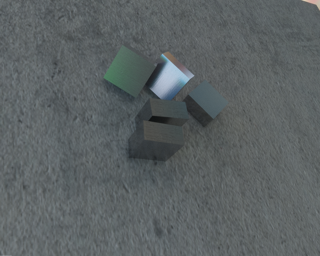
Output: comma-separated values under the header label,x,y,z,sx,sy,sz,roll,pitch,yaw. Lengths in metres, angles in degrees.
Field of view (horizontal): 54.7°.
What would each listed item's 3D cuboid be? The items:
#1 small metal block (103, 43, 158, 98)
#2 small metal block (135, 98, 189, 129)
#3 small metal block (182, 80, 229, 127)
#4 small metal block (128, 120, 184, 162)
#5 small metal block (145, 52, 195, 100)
label,x,y,z,sx,sy,sz,roll,pitch,yaw
small metal block,-0.039,-0.076,0.411,0.050,0.050,0.025,32,19,-8
small metal block,0.001,-0.012,0.397,0.050,0.050,0.025,4,60,-27
small metal block,0.067,-0.037,0.465,0.050,0.025,0.050,45,51,3
small metal block,-0.006,0.017,0.376,0.050,0.050,0.025,9,58,-24
small metal block,0.011,-0.070,0.434,0.050,0.050,0.025,43,28,1
